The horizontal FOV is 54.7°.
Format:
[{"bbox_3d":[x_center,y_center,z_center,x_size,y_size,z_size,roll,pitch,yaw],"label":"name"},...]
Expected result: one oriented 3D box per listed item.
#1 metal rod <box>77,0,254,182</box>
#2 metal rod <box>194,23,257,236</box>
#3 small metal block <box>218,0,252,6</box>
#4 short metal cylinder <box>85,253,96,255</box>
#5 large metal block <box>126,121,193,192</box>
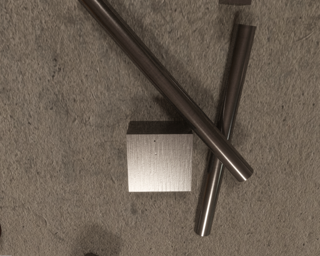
[{"bbox_3d":[0.011,-0.049,0.375,0.025,0.025,0.300,-40,100,13],"label":"metal rod"},{"bbox_3d":[0.083,0.017,0.417,0.025,0.025,0.298,7,110,-3],"label":"metal rod"},{"bbox_3d":[0.085,-0.162,0.338,0.025,0.050,0.050,5,110,-2],"label":"small metal block"},{"bbox_3d":[-0.106,0.238,0.467,0.050,0.080,0.080,34,106,-12],"label":"short metal cylinder"},{"bbox_3d":[0.000,0.036,0.410,0.081,0.050,0.079,0,110,-1],"label":"large metal block"}]
